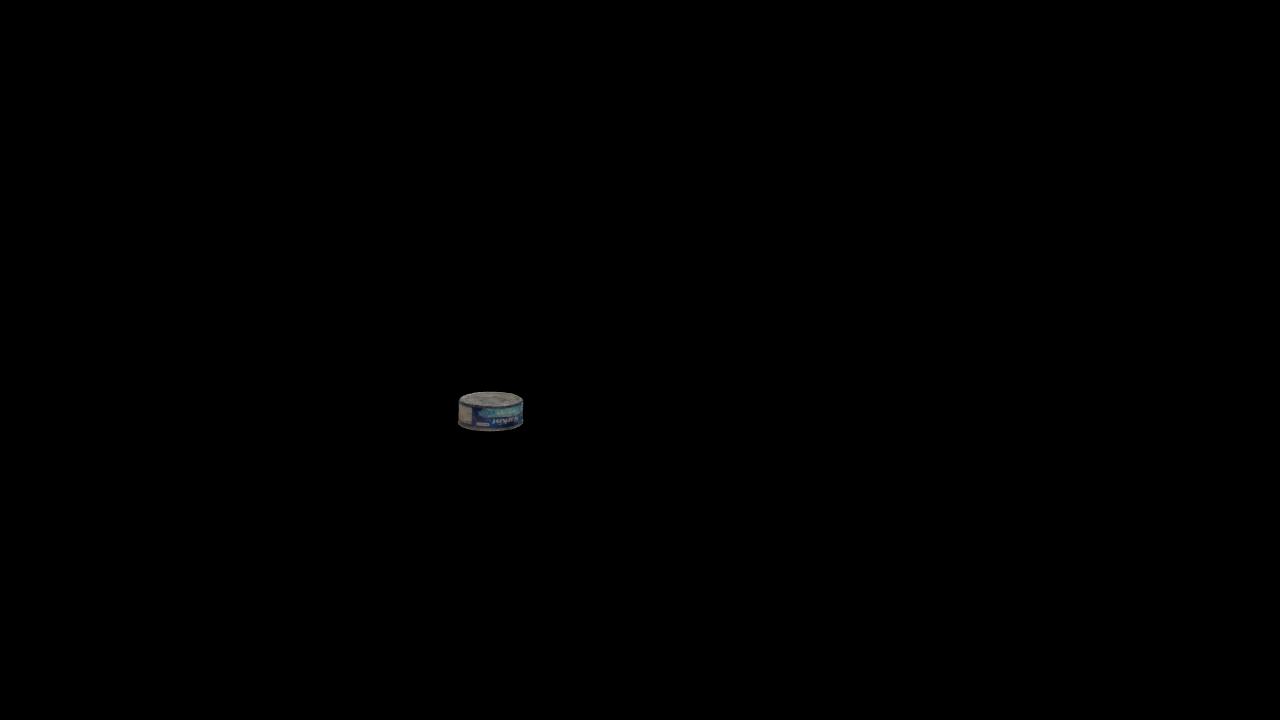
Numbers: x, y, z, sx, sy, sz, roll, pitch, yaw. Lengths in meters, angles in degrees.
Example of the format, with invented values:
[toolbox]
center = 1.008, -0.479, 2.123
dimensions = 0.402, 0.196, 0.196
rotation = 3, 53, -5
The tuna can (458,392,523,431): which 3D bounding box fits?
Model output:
[tuna can]
center = -0.195, 0.066, 0.808
dimensions = 0.084, 0.034, 0.084
rotation = 4, 9, -1
